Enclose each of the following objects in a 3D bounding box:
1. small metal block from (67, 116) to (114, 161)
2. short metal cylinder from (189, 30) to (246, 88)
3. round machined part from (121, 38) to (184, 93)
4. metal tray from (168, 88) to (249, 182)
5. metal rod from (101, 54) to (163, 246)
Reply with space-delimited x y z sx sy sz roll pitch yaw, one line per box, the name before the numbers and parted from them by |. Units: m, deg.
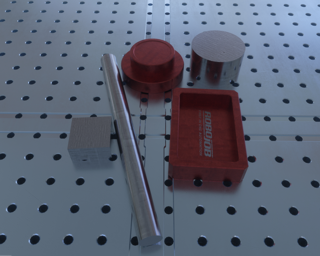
small metal block | -0.087 0.013 0.396 0.050 0.025 0.050 -2 50 -3
short metal cylinder | 0.088 -0.108 0.484 0.081 0.050 0.080 0 50 0
round machined part | -0.011 -0.103 0.483 0.099 0.042 0.098 0 50 0
metal tray | 0.059 0.004 0.401 0.091 0.030 0.130 3 50 2
metal rod | -0.046 0.002 0.405 0.025 0.025 0.300 -11 51 -9
